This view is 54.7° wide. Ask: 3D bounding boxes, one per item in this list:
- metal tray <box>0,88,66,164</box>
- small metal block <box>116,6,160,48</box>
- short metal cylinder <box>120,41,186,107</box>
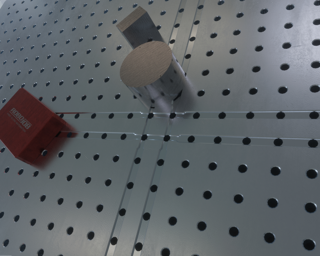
[{"bbox_3d":[-0.230,-0.008,0.531,0.130,0.030,0.090,31,79,38],"label":"metal tray"},{"bbox_3d":[-0.035,-0.161,0.510,0.050,0.050,0.025,-40,51,1],"label":"small metal block"},{"bbox_3d":[-0.010,-0.077,0.445,0.080,0.050,0.080,-13,56,21],"label":"short metal cylinder"}]
